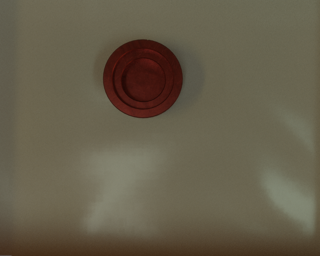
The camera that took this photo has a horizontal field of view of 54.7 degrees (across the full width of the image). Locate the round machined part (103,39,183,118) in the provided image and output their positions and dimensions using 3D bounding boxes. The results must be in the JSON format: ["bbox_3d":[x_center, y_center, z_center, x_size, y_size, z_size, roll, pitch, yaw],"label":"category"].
[{"bbox_3d":[-0.021,-0.061,0.403,0.099,0.042,0.097,0,90,-1],"label":"round machined part"}]
